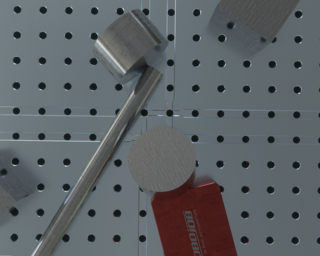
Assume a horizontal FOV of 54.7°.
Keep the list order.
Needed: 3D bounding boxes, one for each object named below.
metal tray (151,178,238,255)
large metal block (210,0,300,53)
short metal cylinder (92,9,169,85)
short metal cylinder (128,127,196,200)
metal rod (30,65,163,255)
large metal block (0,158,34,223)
[{"bbox_3d":[0.047,0.142,0.411,0.090,0.030,0.129,-15,90,0],"label":"metal tray"},{"bbox_3d":[0.124,-0.159,0.401,0.080,0.050,0.080,34,90,0],"label":"large metal block"},{"bbox_3d":[-0.036,-0.099,0.385,0.080,0.080,0.050,-41,90,0],"label":"short metal cylinder"},{"bbox_3d":[0.004,0.045,0.386,0.080,0.050,0.080,-2,66,5],"label":"short metal cylinder"},{"bbox_3d":[-0.085,0.050,0.412,0.025,0.025,0.299,32,90,0],"label":"metal rod"},{"bbox_3d":[-0.230,0.087,0.399,0.080,0.050,0.080,-43,90,0],"label":"large metal block"}]
